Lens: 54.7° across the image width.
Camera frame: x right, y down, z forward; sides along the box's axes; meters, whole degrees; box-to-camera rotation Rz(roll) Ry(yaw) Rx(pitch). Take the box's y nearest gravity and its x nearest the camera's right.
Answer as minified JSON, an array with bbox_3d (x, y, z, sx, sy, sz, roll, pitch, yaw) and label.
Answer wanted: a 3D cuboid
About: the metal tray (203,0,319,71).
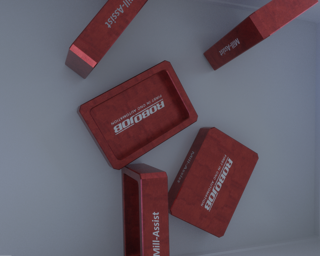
[{"bbox_3d":[0.121,-0.125,0.397,0.090,0.130,0.030,-35,94,-16],"label":"metal tray"}]

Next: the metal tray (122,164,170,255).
[{"bbox_3d":[-0.020,0.112,0.368,0.030,0.090,0.129,-2,91,-20],"label":"metal tray"}]

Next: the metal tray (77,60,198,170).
[{"bbox_3d":[-0.026,-0.018,0.397,0.131,0.030,0.090,-32,101,-17],"label":"metal tray"}]

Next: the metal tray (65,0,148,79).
[{"bbox_3d":[-0.054,-0.121,0.355,0.030,0.090,0.130,38,78,-16],"label":"metal tray"}]

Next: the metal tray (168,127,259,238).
[{"bbox_3d":[0.073,0.074,0.435,0.090,0.030,0.130,30,80,-18],"label":"metal tray"}]
